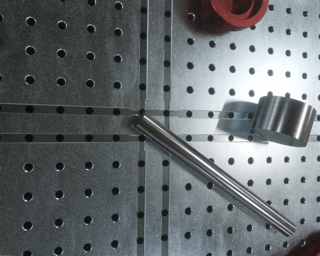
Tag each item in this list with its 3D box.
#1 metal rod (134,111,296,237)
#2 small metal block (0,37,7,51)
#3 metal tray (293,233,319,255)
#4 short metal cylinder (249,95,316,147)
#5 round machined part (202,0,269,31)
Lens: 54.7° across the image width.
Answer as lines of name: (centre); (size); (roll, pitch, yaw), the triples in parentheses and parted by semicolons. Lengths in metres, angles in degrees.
metal rod: (0.089, 0.074, 0.447); (0.301, 0.025, 0.025); (37, 78, -17)
small metal block: (-0.206, -0.101, 0.336); (0.050, 0.025, 0.050); (-32, 101, -17)
metal tray: (0.254, 0.244, 0.507); (0.131, 0.030, 0.090); (-29, 100, -18)
short metal cylinder: (0.178, -0.009, 0.451); (0.080, 0.080, 0.050); (22, 83, -19)
round machined part: (0.102, -0.187, 0.443); (0.099, 0.042, 0.097); (0, 90, -21)
